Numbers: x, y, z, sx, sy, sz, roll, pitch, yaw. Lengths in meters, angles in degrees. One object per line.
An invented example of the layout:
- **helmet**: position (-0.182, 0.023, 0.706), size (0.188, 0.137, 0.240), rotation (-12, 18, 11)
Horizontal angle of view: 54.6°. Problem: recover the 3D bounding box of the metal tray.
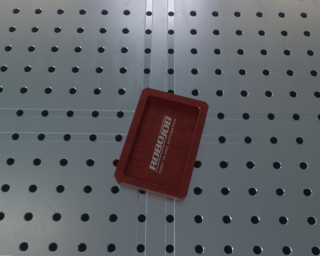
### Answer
- **metal tray**: position (0.004, 0.019, 0.402), size (0.090, 0.030, 0.130), rotation (15, 71, 5)
